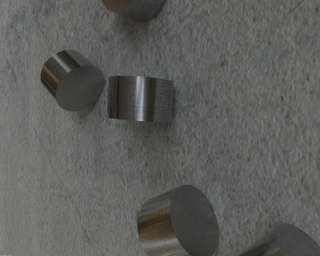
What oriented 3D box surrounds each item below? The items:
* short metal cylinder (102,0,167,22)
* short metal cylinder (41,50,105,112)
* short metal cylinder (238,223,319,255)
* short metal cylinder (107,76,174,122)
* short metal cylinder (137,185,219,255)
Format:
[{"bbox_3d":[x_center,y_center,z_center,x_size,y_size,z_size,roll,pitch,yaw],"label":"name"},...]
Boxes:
[{"bbox_3d":[-0.034,-0.189,0.415,0.080,0.050,0.079,0,90,39],"label":"short metal cylinder"},{"bbox_3d":[-0.133,-0.072,0.476,0.050,0.081,0.080,43,116,31],"label":"short metal cylinder"},{"bbox_3d":[0.115,0.133,0.273,0.050,0.081,0.080,-50,61,28],"label":"short metal cylinder"},{"bbox_3d":[-0.024,-0.035,0.387,0.080,0.081,0.050,7,95,39],"label":"short metal cylinder"},{"bbox_3d":[0.021,0.110,0.350,0.050,0.081,0.080,-31,71,35],"label":"short metal cylinder"}]
